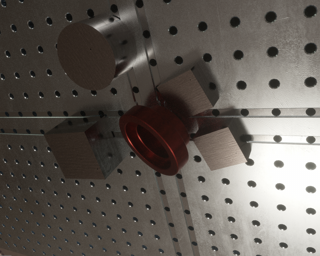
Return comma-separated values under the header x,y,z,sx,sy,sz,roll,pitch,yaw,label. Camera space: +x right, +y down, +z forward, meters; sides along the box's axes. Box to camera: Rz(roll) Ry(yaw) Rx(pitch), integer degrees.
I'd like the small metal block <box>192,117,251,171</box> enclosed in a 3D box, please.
x,y,z,sx,sy,sz,roll,pitch,yaw,label
0.077,0.021,0.383,0.050,0.025,0.050,-21,107,35,small metal block

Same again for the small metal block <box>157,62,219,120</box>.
x,y,z,sx,sy,sz,roll,pitch,yaw,label
0.033,-0.042,0.367,0.050,0.025,0.050,-23,106,36,small metal block

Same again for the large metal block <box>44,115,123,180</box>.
x,y,z,sx,sy,sz,roll,pitch,yaw,label
-0.115,0.030,0.473,0.080,0.050,0.080,-4,117,29,large metal block

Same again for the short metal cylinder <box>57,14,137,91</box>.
x,y,z,sx,sy,sz,roll,pitch,yaw,label
-0.076,-0.092,0.376,0.080,0.050,0.079,13,124,20,short metal cylinder

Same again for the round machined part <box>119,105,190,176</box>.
x,y,z,sx,sy,sz,roll,pitch,yaw,label
-0.002,0.010,0.391,0.098,0.042,0.097,35,151,23,round machined part
